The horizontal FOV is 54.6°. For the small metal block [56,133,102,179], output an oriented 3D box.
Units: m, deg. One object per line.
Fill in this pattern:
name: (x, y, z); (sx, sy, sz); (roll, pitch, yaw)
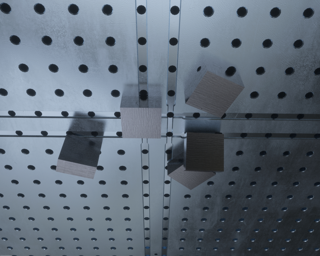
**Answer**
small metal block: (-0.110, 0.039, 0.427); (0.050, 0.050, 0.025); (15, 129, -12)

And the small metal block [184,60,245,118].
small metal block: (0.064, -0.046, 0.373); (0.050, 0.025, 0.050); (20, 127, -17)

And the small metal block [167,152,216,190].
small metal block: (0.047, 0.061, 0.463); (0.050, 0.025, 0.050); (36, 122, -27)

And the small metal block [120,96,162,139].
small metal block: (-0.024, -0.013, 0.400); (0.050, 0.025, 0.050); (1, 130, -1)

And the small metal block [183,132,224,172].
small metal block: (0.059, 0.034, 0.421); (0.050, 0.050, 0.025); (3, 168, -3)
